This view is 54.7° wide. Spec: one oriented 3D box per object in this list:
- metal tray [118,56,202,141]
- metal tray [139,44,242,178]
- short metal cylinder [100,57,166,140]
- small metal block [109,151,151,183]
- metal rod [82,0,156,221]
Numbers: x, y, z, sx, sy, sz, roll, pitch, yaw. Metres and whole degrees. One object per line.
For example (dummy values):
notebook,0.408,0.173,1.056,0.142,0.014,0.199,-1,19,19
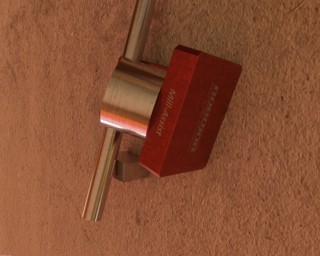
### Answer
metal tray,-0.010,-0.039,0.409,0.130,0.030,0.089,23,105,37
metal tray,0.035,-0.015,0.334,0.030,0.091,0.129,29,108,36
short metal cylinder,-0.025,-0.032,0.342,0.050,0.080,0.079,19,105,4
small metal block,-0.047,0.052,0.427,0.050,0.050,0.025,17,101,38
metal rod,-0.051,-0.030,0.395,0.025,0.025,0.298,14,90,39
